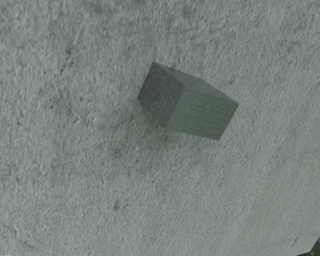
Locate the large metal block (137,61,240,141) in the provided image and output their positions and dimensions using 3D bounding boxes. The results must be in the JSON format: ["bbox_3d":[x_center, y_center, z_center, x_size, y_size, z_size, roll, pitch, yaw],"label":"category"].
[{"bbox_3d":[0.031,-0.032,0.370,0.081,0.080,0.050,13,112,-34],"label":"large metal block"}]
